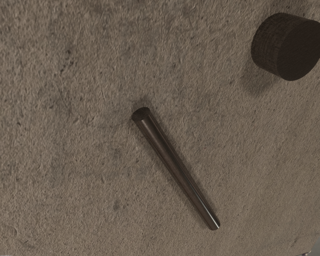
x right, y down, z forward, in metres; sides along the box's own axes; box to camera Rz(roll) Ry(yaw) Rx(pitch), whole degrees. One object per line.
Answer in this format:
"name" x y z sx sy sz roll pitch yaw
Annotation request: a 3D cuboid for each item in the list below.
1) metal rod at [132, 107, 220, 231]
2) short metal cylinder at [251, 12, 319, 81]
"metal rod" 0.038 0.081 0.479 0.025 0.025 0.299 -36 130 -5
"short metal cylinder" 0.172 -0.110 0.419 0.081 0.050 0.079 -14 125 -21
